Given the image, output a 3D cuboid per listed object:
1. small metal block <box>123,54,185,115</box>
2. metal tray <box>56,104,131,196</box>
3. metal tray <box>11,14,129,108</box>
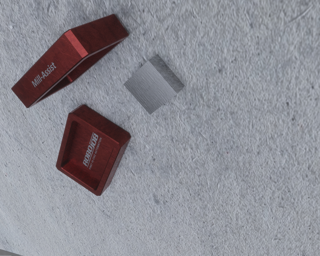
[{"bbox_3d":[-0.008,-0.052,0.377,0.050,0.025,0.050,49,128,-7],"label":"small metal block"},{"bbox_3d":[-0.107,0.038,0.481,0.090,0.030,0.129,32,128,6],"label":"metal tray"},{"bbox_3d":[-0.108,-0.079,0.370,0.130,0.090,0.030,-27,103,37],"label":"metal tray"}]
